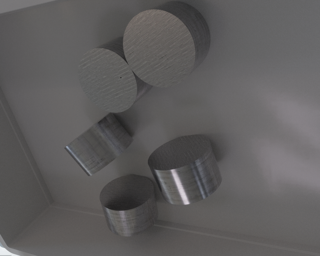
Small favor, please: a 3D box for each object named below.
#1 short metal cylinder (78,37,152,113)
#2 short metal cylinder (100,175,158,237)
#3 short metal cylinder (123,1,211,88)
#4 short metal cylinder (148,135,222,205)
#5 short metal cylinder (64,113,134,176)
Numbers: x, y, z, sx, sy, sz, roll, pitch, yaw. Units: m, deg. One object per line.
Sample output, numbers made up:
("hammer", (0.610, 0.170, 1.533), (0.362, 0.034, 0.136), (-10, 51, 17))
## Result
("short metal cylinder", (-0.052, -0.065, 0.379), (0.080, 0.050, 0.079), (13, 124, 21))
("short metal cylinder", (-0.046, 0.115, 0.469), (0.080, 0.080, 0.050), (6, 121, 25))
("short metal cylinder", (0.008, -0.090, 0.333), (0.080, 0.050, 0.079), (13, 124, 21))
("short metal cylinder", (0.031, 0.050, 0.388), (0.080, 0.080, 0.050), (-8, 114, 32))
("short metal cylinder", (-0.084, 0.021, 0.431), (0.080, 0.080, 0.050), (-31, 101, 38))
